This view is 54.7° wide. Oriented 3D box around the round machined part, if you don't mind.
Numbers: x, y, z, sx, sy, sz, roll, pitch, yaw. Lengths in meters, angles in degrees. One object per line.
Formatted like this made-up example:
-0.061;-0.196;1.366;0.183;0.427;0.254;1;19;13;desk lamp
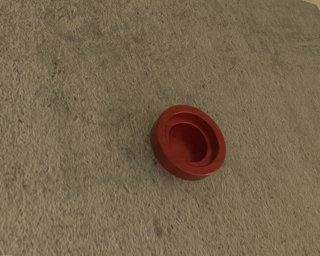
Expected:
0.032;0.022;0.400;0.099;0.042;0.098;14;56;-21;round machined part
